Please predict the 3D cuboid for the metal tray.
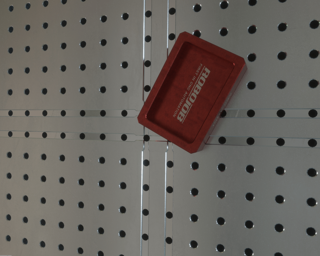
[{"bbox_3d":[0.039,-0.044,0.396,0.090,0.030,0.129,30,100,17],"label":"metal tray"}]
